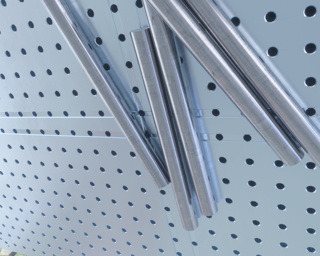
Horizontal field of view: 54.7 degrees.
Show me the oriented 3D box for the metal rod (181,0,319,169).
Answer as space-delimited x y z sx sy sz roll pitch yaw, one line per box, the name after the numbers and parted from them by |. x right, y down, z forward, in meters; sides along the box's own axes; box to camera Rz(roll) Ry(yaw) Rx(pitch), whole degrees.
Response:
0.089 -0.071 0.319 0.300 0.025 0.025 48 128 -7 | metal rod

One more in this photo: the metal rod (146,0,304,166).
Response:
0.053 -0.073 0.320 0.300 0.025 0.025 47 129 -12 | metal rod

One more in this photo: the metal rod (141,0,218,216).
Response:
0.031 -0.013 0.385 0.025 0.025 0.298 -3 117 29 | metal rod

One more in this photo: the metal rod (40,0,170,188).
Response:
-0.067 -0.044 0.417 0.025 0.025 0.299 -19 109 35 | metal rod

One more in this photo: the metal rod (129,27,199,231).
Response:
0.012 0.019 0.414 0.025 0.025 0.298 -1 118 28 | metal rod
